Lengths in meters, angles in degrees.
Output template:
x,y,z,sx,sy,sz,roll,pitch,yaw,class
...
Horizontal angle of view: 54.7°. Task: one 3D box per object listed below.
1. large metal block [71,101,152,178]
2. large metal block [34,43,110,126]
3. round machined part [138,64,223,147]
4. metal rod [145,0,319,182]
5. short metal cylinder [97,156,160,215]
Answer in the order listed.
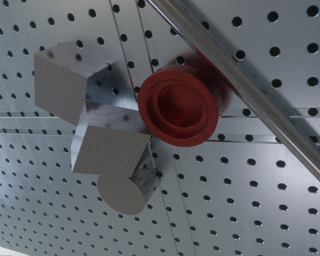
x,y,z,sx,sy,sz,roll,pitch,yaw,class
-0.068,0.017,0.411,0.081,0.050,0.079,10,126,-25,large metal block
-0.121,-0.058,0.423,0.080,0.050,0.079,25,127,12,large metal block
0.026,-0.029,0.368,0.098,0.042,0.097,13,124,21,round machined part
0.095,-0.041,0.335,0.300,0.025,0.025,45,129,-4,metal rod
-0.048,0.085,0.473,0.080,0.050,0.079,13,124,21,short metal cylinder
